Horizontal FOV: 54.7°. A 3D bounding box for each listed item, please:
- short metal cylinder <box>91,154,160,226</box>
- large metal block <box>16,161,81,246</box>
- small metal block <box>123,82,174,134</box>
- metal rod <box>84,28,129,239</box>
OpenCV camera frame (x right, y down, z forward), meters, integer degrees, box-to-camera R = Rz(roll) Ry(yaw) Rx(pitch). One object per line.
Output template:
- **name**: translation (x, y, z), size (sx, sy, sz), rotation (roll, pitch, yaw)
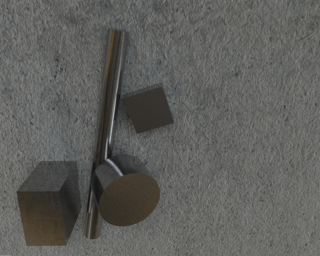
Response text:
- **short metal cylinder**: translation (-0.047, 0.082, 0.412), size (0.081, 0.050, 0.079), rotation (-10, 116, -20)
- **large metal block**: translation (-0.144, 0.098, 0.415), size (0.050, 0.080, 0.079), rotation (0, 110, 0)
- **small metal block**: translation (-0.014, -0.026, 0.400), size (0.050, 0.025, 0.050), rotation (-17, 109, 6)
- **metal rod**: translation (-0.075, 0.022, 0.416), size (0.025, 0.025, 0.298), rotation (10, 110, -4)
